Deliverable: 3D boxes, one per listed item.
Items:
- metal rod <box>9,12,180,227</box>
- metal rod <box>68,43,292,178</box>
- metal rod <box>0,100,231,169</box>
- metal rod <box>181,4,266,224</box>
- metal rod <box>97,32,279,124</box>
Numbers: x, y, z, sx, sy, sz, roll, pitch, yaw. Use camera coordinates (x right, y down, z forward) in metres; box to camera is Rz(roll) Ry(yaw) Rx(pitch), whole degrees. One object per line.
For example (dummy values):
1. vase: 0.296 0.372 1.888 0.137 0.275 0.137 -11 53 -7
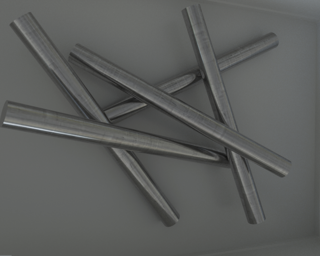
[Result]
1. metal rod: -0.062 0.007 0.363 0.025 0.025 0.299 -40 112 -15
2. metal rod: 0.029 -0.018 0.383 0.301 0.025 0.025 28 81 -6
3. metal rod: -0.019 0.017 0.362 0.302 0.025 0.025 14 85 -35
4. metal rod: 0.087 -0.013 0.414 0.025 0.025 0.298 -21 97 -19
5. metal rod: 0.044 -0.069 0.426 0.302 0.025 0.025 -27 99 -18
